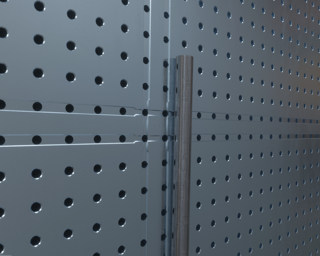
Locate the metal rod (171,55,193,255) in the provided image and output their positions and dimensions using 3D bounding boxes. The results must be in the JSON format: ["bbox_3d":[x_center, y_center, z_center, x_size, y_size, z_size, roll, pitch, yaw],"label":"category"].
[{"bbox_3d":[0.031,0.048,0.437,0.025,0.025,0.298,2,89,-40],"label":"metal rod"}]
